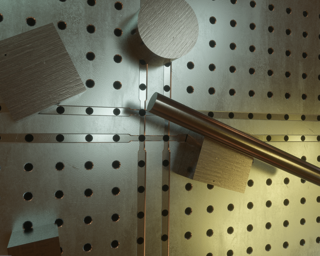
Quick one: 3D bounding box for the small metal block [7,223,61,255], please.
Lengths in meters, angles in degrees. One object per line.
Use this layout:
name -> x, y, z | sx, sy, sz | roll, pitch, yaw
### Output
small metal block -> -0.140, 0.132, 0.348 | 0.050, 0.050, 0.025 | -7, 93, -20

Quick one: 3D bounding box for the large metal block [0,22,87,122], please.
large metal block -> -0.140, -0.060, 0.348 | 0.081, 0.050, 0.080 | -28, 100, -18

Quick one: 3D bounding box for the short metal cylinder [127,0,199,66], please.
short metal cylinder -> 0.003, -0.125, 0.401 | 0.081, 0.050, 0.079 | 0, 90, -20

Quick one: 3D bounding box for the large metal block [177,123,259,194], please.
large metal block -> 0.080, 0.039, 0.430 | 0.081, 0.050, 0.080 | 18, 84, -20

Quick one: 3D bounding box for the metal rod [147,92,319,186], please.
metal rod -> 0.122, 0.025, 0.406 | 0.302, 0.025, 0.025 | 23, 82, -19
